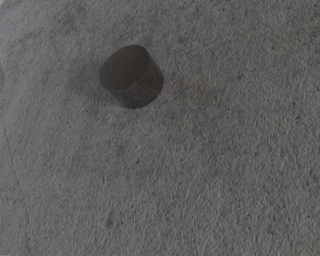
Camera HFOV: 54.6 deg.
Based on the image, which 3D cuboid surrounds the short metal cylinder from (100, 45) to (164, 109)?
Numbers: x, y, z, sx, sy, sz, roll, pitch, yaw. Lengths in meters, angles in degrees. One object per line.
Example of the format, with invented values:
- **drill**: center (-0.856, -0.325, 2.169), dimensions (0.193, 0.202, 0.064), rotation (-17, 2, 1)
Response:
- **short metal cylinder**: center (-0.041, -0.075, 0.456), dimensions (0.080, 0.050, 0.080), rotation (-13, 56, 21)
